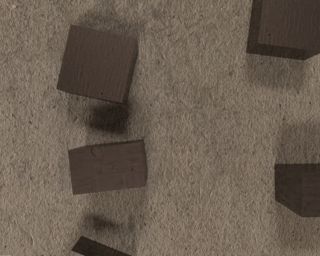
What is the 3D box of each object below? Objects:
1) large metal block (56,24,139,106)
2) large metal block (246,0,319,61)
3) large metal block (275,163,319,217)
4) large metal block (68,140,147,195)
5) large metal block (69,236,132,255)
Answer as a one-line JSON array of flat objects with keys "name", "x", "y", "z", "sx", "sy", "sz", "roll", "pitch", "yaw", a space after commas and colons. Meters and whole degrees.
[{"name": "large metal block", "x": -0.077, "y": -0.077, "z": 0.396, "sx": 0.080, "sy": 0.050, "sz": 0.080, "roll": 12, "pitch": 90, "yaw": -1}, {"name": "large metal block", "x": 0.163, "y": -0.137, "z": 0.400, "sx": 0.081, "sy": 0.050, "sz": 0.080, "roll": 7, "pitch": 90, "yaw": -1}, {"name": "large metal block", "x": 0.198, "y": 0.074, "z": 0.385, "sx": 0.081, "sy": 0.080, "sz": 0.050, "roll": -1, "pitch": 90, "yaw": -1}, {"name": "large metal block", "x": -0.059, "y": 0.045, "z": 0.382, "sx": 0.081, "sy": 0.080, "sz": 0.050, "roll": -6, "pitch": 90, "yaw": 0}, {"name": "large metal block", "x": -0.085, "y": 0.199, "z": 0.397, "sx": 0.080, "sy": 0.050, "sz": 0.080, "roll": 22, "pitch": 90, "yaw": -1}]
